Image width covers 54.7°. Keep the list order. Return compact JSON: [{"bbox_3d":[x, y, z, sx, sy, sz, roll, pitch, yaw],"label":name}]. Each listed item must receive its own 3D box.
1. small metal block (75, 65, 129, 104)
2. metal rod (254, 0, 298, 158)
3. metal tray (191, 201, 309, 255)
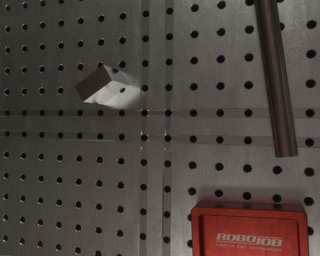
[{"bbox_3d":[-0.079,-0.058,0.426,0.050,0.050,0.025,-33,80,17],"label":"small metal block"},{"bbox_3d":[0.130,-0.115,0.366,0.025,0.025,0.298,-8,87,19],"label":"metal rod"},{"bbox_3d":[0.106,0.138,0.372,0.130,0.030,0.089,-3,89,19],"label":"metal tray"}]
